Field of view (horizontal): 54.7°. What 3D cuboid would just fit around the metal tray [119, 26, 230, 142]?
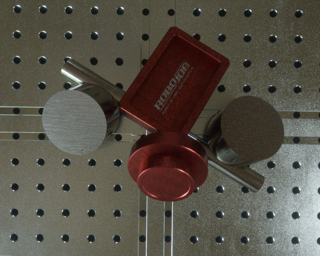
[{"bbox_3d":[0.019,-0.054,0.396,0.090,0.030,0.130,32,77,0],"label":"metal tray"}]

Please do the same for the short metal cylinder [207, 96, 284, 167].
[{"bbox_3d":[0.105,0.006,0.390,0.081,0.050,0.080,3,73,-10],"label":"short metal cylinder"}]

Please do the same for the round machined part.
[{"bbox_3d":[0.009,0.054,0.378,0.099,0.042,0.097,4,133,4],"label":"round machined part"}]

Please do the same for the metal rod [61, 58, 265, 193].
[{"bbox_3d":[0.004,-0.003,0.413,0.301,0.025,0.025,32,90,0],"label":"metal rod"}]

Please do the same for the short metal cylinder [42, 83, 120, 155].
[{"bbox_3d":[-0.097,-0.013,0.388,0.080,0.050,0.079,3,107,9],"label":"short metal cylinder"}]
